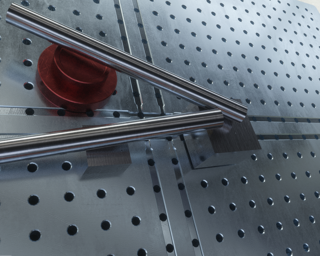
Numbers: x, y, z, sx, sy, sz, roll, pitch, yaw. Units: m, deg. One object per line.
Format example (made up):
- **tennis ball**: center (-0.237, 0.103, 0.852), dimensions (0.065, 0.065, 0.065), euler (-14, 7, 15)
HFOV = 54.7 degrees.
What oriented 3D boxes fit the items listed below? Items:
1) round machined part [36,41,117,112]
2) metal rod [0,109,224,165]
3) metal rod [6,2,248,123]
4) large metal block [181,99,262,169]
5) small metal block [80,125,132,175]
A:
- **round machined part**: center (-0.100, -0.072, 0.388), dimensions (0.099, 0.042, 0.098), euler (14, 56, -21)
- **metal rod**: center (-0.067, 0.010, 0.332), dimensions (0.303, 0.025, 0.025), euler (-9, 66, -21)
- **metal rod**: center (-0.029, -0.073, 0.376), dimensions (0.302, 0.025, 0.025), euler (22, 53, -12)
- **large metal block**: center (0.081, 0.006, 0.430), dimensions (0.081, 0.050, 0.080), euler (-2, 63, -30)
- **small metal block**: center (-0.065, 0.024, 0.360), dimensions (0.050, 0.025, 0.050), euler (0, 62, -29)
